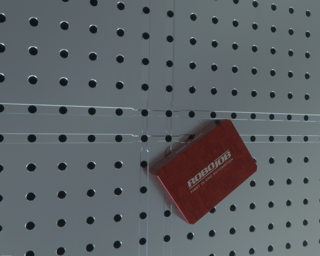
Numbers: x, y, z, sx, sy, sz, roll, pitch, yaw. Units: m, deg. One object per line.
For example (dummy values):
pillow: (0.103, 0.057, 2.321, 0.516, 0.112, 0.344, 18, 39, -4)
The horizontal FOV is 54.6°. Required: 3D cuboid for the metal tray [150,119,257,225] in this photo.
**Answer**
metal tray: (0.064, 0.058, 0.433, 0.131, 0.030, 0.090, -35, 102, -17)
